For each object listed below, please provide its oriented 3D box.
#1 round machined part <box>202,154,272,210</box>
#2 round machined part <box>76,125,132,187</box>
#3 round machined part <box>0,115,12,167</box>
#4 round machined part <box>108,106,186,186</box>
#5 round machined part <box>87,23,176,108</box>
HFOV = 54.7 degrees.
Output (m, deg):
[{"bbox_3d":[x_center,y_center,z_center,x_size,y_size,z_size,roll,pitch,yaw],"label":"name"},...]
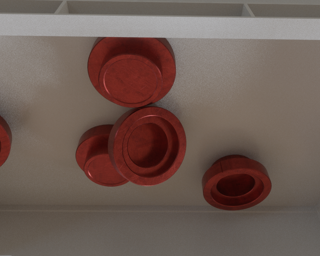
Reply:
[{"bbox_3d":[0.112,0.078,0.465,0.099,0.042,0.097,0,130,0],"label":"round machined part"},{"bbox_3d":[-0.069,0.045,0.436,0.099,0.042,0.097,0,130,0],"label":"round machined part"},{"bbox_3d":[-0.242,0.011,0.392,0.099,0.042,0.097,-9,122,-15],"label":"round machined part"},{"bbox_3d":[-0.019,0.021,0.393,0.099,0.042,0.097,-3,96,-28],"label":"round machined part"},{"bbox_3d":[-0.031,-0.061,0.345,0.099,0.042,0.097,0,130,0],"label":"round machined part"}]
